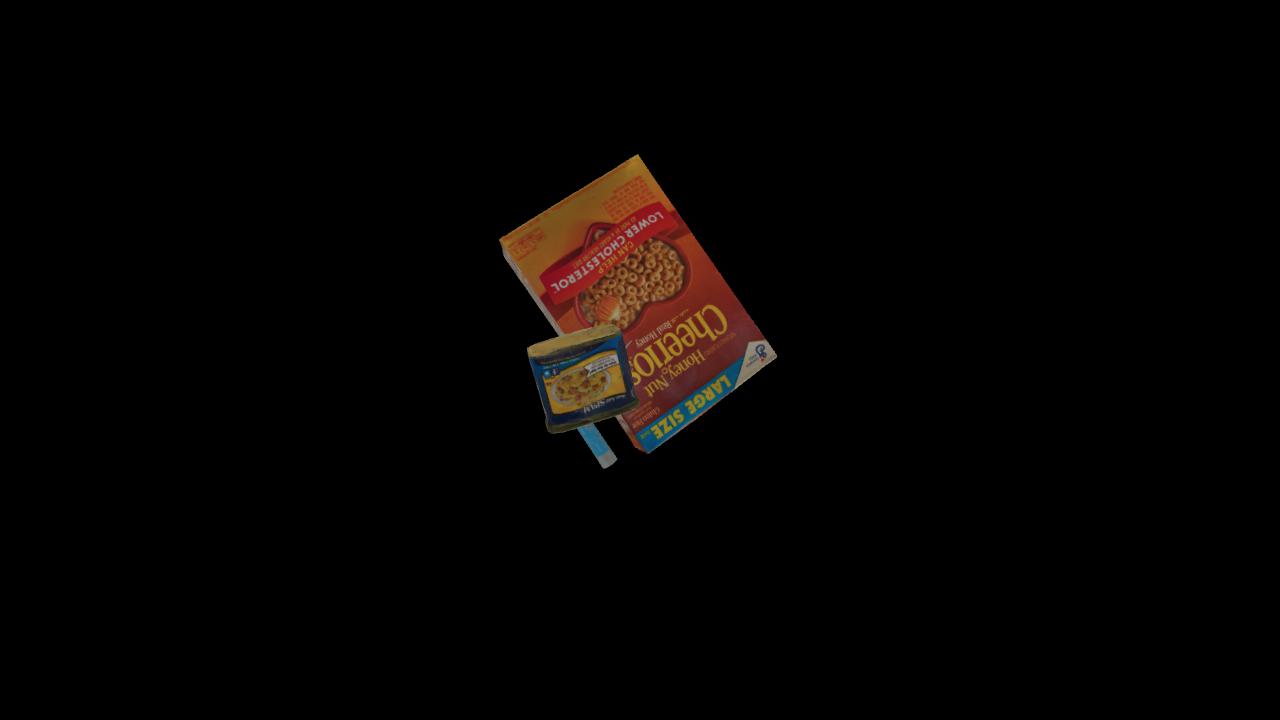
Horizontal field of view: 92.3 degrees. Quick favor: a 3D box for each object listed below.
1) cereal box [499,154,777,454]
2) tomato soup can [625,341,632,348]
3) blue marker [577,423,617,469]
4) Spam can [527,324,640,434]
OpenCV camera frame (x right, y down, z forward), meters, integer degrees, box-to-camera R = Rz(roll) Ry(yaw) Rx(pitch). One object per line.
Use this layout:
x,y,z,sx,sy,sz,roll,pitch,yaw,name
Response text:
-0.001,-0.067,0.754,0.203,0.306,0.081,-34,0,-11,cereal box
-0.021,-0.005,0.764,0.068,0.068,0.101,0,10,-32,tomato soup can
-0.064,0.061,0.653,0.020,0.121,0.020,-33,5,3,blue marker
-0.059,0.017,0.636,0.101,0.085,0.058,-17,19,-11,Spam can
